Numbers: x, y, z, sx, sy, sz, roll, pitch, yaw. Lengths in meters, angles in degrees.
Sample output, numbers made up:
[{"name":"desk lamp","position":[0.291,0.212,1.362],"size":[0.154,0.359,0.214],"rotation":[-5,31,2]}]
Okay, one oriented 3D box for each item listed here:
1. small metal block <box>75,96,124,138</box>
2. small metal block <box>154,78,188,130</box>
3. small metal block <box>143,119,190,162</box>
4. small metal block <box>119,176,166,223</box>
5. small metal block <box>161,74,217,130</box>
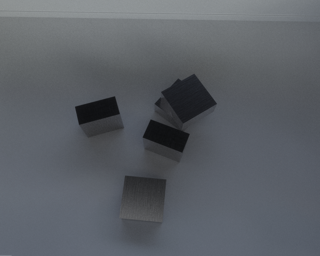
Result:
[{"name":"small metal block","position":[-0.076,-0.013,0.400],"size":[0.050,0.050,0.025],"rotation":[-16,71,-6]},{"name":"small metal block","position":[0.028,-0.030,0.421],"size":[0.050,0.025,0.050],"rotation":[38,74,12]},{"name":"small metal block","position":[0.007,0.018,0.390],"size":[0.050,0.050,0.025],"rotation":[21,72,7]},{"name":"small metal block","position":[-0.020,0.087,0.378],"size":[0.050,0.025,0.050],"rotation":[5,70,1]},{"name":"small metal block","position":[0.036,-0.033,0.396],"size":[0.050,0.025,0.050],"rotation":[-30,73,-11]}]
